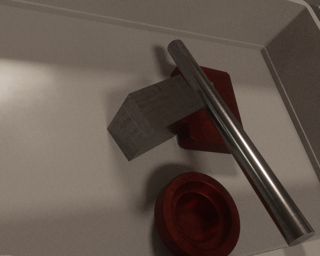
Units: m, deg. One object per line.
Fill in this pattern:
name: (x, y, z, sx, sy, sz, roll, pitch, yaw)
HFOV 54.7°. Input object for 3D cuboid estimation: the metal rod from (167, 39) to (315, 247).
metal rod: (0.072, -0.011, 0.357, 0.025, 0.025, 0.300, 1, 45, -28)

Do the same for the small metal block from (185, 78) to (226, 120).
small metal block: (0.068, -0.044, 0.471, 0.050, 0.025, 0.050, 12, 57, -22)

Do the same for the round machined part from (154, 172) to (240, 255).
round machined part: (0.038, 0.103, 0.352, 0.099, 0.042, 0.098, 14, 54, -20)

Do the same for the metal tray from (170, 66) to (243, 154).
metal tray: (0.068, -0.030, 0.450, 0.091, 0.030, 0.130, 8, 58, -24)

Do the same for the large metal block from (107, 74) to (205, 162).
large metal block: (-0.007, -0.012, 0.375, 0.081, 0.080, 0.050, -27, 77, -37)
